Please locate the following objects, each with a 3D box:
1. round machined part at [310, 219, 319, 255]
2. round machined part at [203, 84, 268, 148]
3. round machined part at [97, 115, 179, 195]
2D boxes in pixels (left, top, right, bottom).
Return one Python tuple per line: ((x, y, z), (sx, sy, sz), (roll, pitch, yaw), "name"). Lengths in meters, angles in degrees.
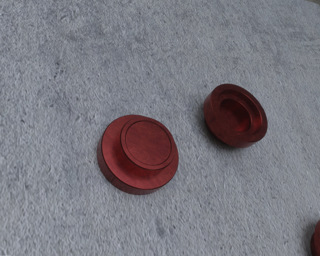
((0.248, 0.169, 0.423), (0.099, 0.042, 0.098), (14, 56, -21), "round machined part")
((0.106, -0.014, 0.458), (0.099, 0.042, 0.098), (14, 56, -21), "round machined part")
((-0.021, 0.026, 0.366), (0.099, 0.042, 0.098), (14, 56, -21), "round machined part")
